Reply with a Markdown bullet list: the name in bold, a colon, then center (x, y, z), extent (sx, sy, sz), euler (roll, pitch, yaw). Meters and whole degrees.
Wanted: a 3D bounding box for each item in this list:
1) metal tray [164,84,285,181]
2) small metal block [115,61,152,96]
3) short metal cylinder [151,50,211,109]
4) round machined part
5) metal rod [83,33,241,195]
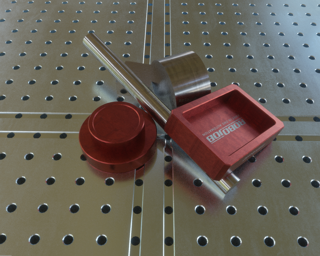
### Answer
- **metal tray**: center (0.081, -0.001, 0.379), extent (0.131, 0.030, 0.090), euler (-25, 61, -39)
- **small metal block**: center (-0.034, -0.073, 0.469), extent (0.050, 0.025, 0.050), euler (10, 51, 8)
- **short metal cylinder**: center (0.026, -0.060, 0.422), extent (0.050, 0.080, 0.080), euler (-20, 53, -16)
- **round machined part**: center (-0.053, 0.004, 0.391), extent (0.099, 0.042, 0.098), euler (0, 50, 0)
- **metal rod**: center (-0.011, -0.033, 0.413), extent (0.025, 0.025, 0.300), euler (-33, 65, -24)
